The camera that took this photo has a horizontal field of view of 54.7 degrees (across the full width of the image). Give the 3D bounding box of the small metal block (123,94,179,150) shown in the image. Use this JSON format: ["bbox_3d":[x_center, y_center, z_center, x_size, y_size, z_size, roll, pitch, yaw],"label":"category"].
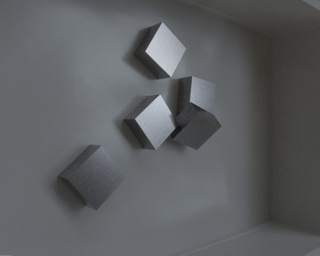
[{"bbox_3d":[-0.010,-0.007,0.398,0.050,0.025,0.050,-47,118,-30],"label":"small metal block"}]

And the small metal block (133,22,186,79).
[{"bbox_3d":[0.001,-0.100,0.407,0.050,0.025,0.050,40,66,-33],"label":"small metal block"}]

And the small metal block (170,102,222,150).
[{"bbox_3d":[0.047,-0.002,0.428,0.050,0.025,0.050,24,118,-38],"label":"small metal block"}]

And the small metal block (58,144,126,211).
[{"bbox_3d":[-0.074,0.054,0.344,0.050,0.025,0.050,-48,119,-29],"label":"small metal block"}]

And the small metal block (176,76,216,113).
[{"bbox_3d":[0.053,-0.044,0.451,0.050,0.025,0.050,9,84,-40],"label":"small metal block"}]
